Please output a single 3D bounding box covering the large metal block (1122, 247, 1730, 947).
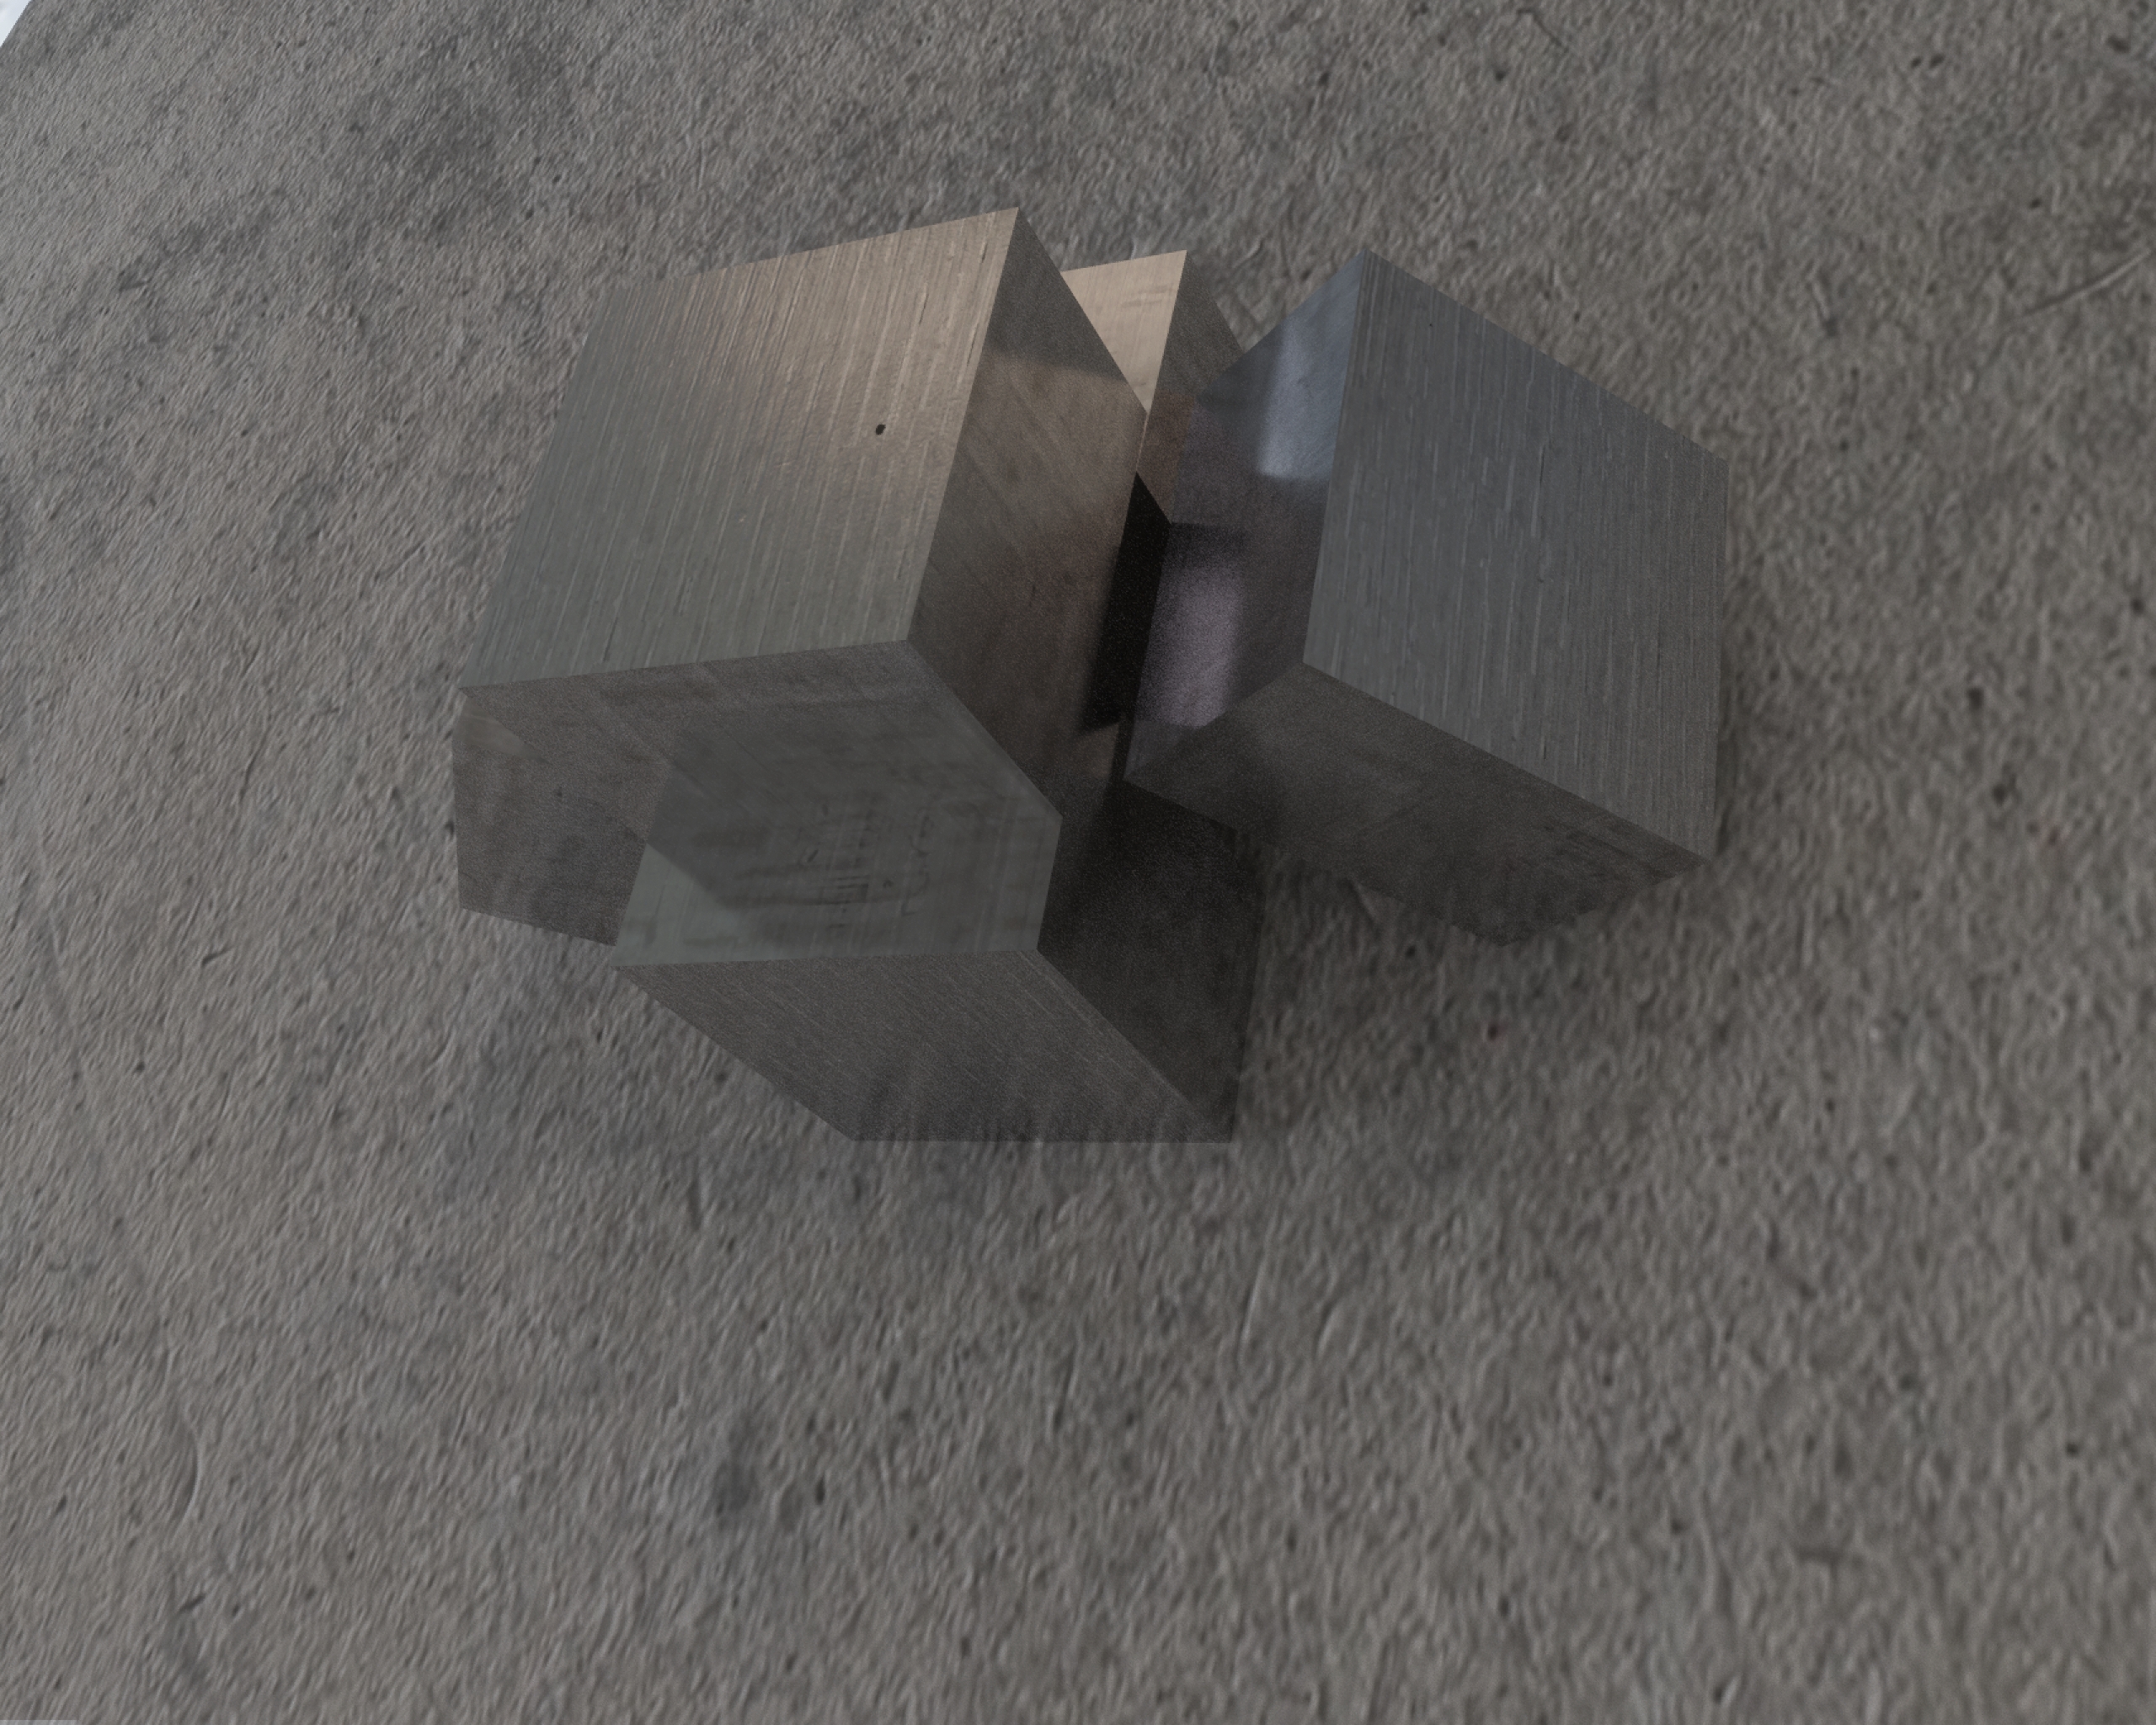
[{"bbox_3d":[0.061,-0.042,0.353,0.050,0.080,0.080,-32,41,54],"label":"large metal block"}]

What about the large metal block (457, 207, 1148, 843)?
[{"bbox_3d":[-0.041,-0.052,0.339,0.080,0.050,0.080,-3,60,27],"label":"large metal block"}]

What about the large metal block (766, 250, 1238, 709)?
[{"bbox_3d":[-0.004,-0.068,0.413,0.080,0.080,0.050,-2,61,27],"label":"large metal block"}]

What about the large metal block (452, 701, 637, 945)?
[{"bbox_3d":[-0.091,-0.035,0.429,0.050,0.080,0.080,15,63,-9],"label":"large metal block"}]

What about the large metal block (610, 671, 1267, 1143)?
[{"bbox_3d":[-0.021,0.012,0.372,0.080,0.080,0.050,-4,60,26],"label":"large metal block"}]
